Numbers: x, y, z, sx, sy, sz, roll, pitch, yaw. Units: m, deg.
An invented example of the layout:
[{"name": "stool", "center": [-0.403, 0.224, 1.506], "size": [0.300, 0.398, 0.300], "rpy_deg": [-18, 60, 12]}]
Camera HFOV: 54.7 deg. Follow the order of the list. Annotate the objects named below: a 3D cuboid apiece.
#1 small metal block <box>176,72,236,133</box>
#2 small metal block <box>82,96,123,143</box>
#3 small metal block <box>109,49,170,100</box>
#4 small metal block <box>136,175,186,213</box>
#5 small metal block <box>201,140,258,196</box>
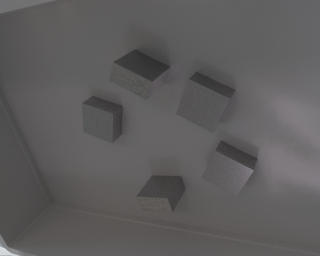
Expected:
[{"name": "small metal block", "center": [0.053, -0.030, 0.362], "size": [0.050, 0.025, 0.050], "rpy_deg": [28, 128, 10]}, {"name": "small metal block", "center": [-0.082, -0.012, 0.445], "size": [0.050, 0.025, 0.050], "rpy_deg": [19, 126, 17]}, {"name": "small metal block", "center": [-0.023, -0.064, 0.365], "size": [0.050, 0.050, 0.025], "rpy_deg": [28, 128, 10]}, {"name": "small metal block", "center": [0.002, 0.094, 0.450], "size": [0.050, 0.050, 0.025], "rpy_deg": [-4, 116, 30]}, {"name": "small metal block", "center": [0.088, 0.052, 0.394], "size": [0.050, 0.025, 0.050], "rpy_deg": [27, 128, 11]}]
